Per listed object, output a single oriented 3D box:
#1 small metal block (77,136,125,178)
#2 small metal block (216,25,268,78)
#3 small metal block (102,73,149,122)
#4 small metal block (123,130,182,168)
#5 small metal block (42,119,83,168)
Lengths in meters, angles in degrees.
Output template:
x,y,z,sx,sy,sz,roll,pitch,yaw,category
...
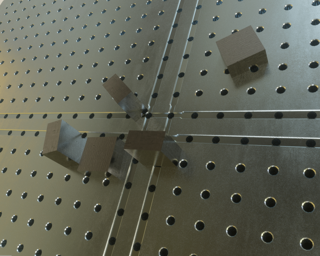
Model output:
x,y,z,sx,sy,sz,roll,pitch,yaw,category
-0.079,0.040,0.423,0.050,0.025,0.050,-2,61,26,small metal block
0.109,-0.102,0.413,0.050,0.025,0.050,-23,53,13,small metal block
-0.049,-0.043,0.443,0.025,0.050,0.050,-42,51,0,small metal block
-0.008,0.026,0.379,0.050,0.050,0.025,1,62,28,small metal block
-0.139,0.023,0.449,0.025,0.050,0.050,-15,56,19,small metal block
